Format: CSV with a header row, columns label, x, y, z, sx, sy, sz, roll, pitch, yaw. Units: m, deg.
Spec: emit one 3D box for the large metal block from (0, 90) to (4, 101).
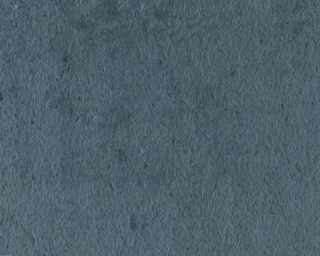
label,x,y,z,sx,sy,sz,roll,pitch,yaw
large metal block,-0.264,-0.062,0.395,0.080,0.050,0.080,-20,90,0
